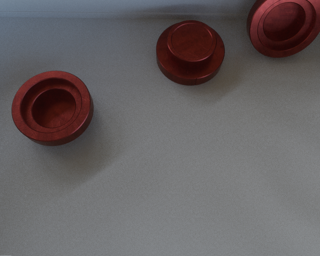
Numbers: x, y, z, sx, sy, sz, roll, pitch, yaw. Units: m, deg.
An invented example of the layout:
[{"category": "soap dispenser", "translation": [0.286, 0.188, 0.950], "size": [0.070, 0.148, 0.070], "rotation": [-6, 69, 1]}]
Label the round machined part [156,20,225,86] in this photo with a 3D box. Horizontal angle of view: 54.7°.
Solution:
[{"category": "round machined part", "translation": [0.044, -0.113, 0.442], "size": [0.099, 0.042, 0.098], "rotation": [0, 70, 0]}]

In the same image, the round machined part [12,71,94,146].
[{"category": "round machined part", "translation": [-0.136, -0.022, 0.408], "size": [0.099, 0.042, 0.098], "rotation": [0, 70, 0]}]

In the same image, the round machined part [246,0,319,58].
[{"category": "round machined part", "translation": [0.171, -0.152, 0.435], "size": [0.099, 0.097, 0.042], "rotation": [0, 41, 0]}]
